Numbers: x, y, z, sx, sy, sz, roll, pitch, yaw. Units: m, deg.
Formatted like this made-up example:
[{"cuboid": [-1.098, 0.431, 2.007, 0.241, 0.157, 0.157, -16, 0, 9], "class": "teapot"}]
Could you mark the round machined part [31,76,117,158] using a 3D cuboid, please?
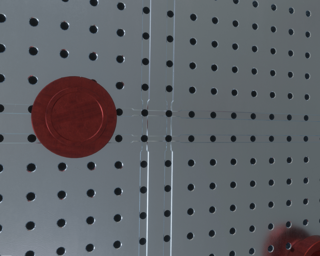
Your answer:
[{"cuboid": [-0.099, -0.013, 0.367, 0.099, 0.042, 0.097, 0, 90, -20], "class": "round machined part"}]

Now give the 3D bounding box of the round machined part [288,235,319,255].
[{"cuboid": [0.244, 0.219, 0.493, 0.099, 0.042, 0.097, 0, 90, -20], "class": "round machined part"}]
